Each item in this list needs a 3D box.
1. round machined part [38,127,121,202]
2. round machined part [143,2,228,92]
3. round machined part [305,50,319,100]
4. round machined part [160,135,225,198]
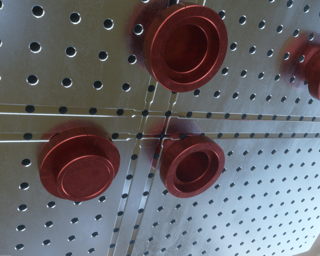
[{"bbox_3d":[-0.095,0.051,0.381,0.099,0.042,0.097,-14,125,-21],"label":"round machined part"},{"bbox_3d":[0.026,-0.094,0.358,0.099,0.042,0.097,-14,125,-21],"label":"round machined part"},{"bbox_3d":[0.275,-0.091,0.497,0.099,0.042,0.097,-14,125,-21],"label":"round machined part"},{"bbox_3d":[0.044,0.052,0.459,0.099,0.042,0.097,-14,125,-21],"label":"round machined part"}]
